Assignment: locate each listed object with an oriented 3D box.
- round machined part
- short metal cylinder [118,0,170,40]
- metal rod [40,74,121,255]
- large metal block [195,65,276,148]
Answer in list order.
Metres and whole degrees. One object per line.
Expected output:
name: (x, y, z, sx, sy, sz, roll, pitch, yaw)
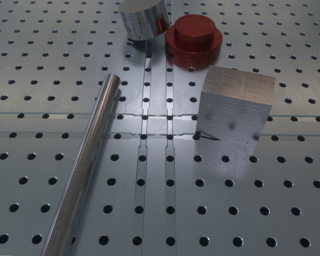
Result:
round machined part: (0.058, -0.159, 0.531, 0.099, 0.042, 0.098, 0, 50, 0)
short metal cylinder: (-0.027, -0.197, 0.544, 0.080, 0.050, 0.080, -10, 42, 10)
metal rod: (-0.090, 0.041, 0.372, 0.025, 0.025, 0.300, 6, 50, 4)
large metal block: (0.093, -0.026, 0.395, 0.080, 0.080, 0.050, 13, 51, 11)
